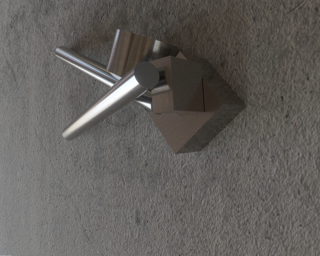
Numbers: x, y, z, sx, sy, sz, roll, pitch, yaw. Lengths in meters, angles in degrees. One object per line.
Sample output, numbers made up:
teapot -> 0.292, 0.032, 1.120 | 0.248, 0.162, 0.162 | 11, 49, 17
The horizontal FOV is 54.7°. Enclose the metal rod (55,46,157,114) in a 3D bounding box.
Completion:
metal rod -> -0.086, -0.079, 0.438 | 0.300, 0.025, 0.025 | 32, 110, 47

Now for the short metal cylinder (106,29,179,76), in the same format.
short metal cylinder -> -0.022, -0.088, 0.389 | 0.080, 0.081, 0.050 | 26, 107, 36

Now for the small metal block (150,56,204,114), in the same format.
small metal block -> 0.018, -0.040, 0.305 | 0.025, 0.050, 0.050 | -5, 87, 40

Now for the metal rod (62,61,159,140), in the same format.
metal rod -> -0.083, -0.019, 0.403 | 0.299, 0.025, 0.025 | -22, 76, 59

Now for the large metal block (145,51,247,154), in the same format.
large metal block -> 0.036, -0.028, 0.357 | 0.080, 0.050, 0.080 | -49, 61, 30
